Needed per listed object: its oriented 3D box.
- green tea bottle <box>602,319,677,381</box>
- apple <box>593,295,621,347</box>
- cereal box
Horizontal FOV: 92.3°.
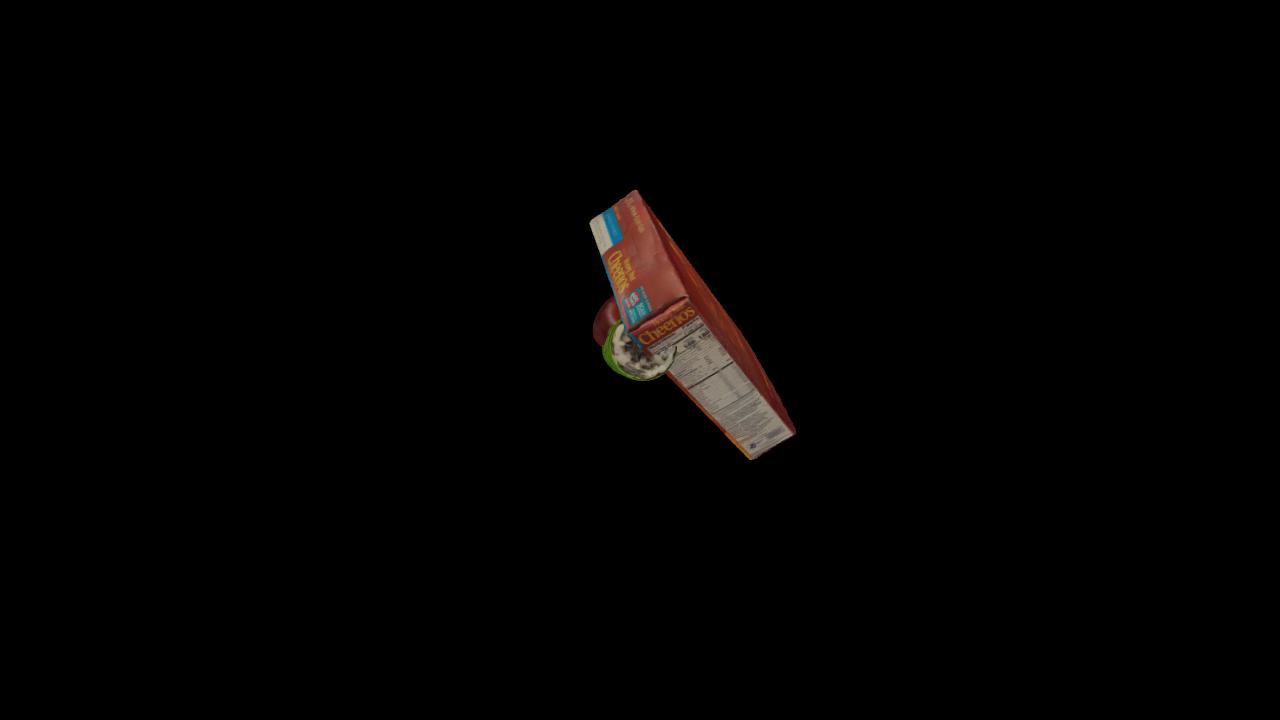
[{"bbox_3d":[-0.009,-0.014,0.701,0.073,0.073,0.212,0,-1,-8],"label":"green tea bottle"},{"bbox_3d":[-0.018,-0.039,0.741,0.079,0.079,0.093,0,-22,-11],"label":"apple"},{"bbox_3d":[0.066,-0.033,0.738,0.081,0.203,0.306,-33,-45,13],"label":"cereal box"}]
